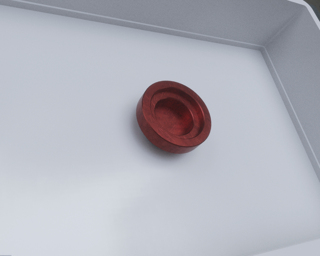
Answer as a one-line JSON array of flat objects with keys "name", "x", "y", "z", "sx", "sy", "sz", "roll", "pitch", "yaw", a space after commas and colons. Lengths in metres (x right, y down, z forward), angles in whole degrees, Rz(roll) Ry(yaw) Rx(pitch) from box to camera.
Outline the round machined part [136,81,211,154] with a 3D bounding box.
[{"name": "round machined part", "x": 0.014, "y": -0.010, "z": 0.406, "sx": 0.099, "sy": 0.042, "sz": 0.098, "roll": 14, "pitch": 56, "yaw": -21}]
